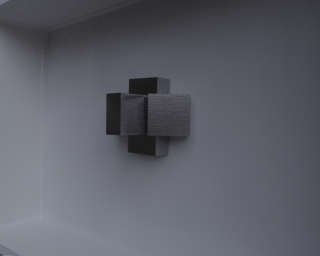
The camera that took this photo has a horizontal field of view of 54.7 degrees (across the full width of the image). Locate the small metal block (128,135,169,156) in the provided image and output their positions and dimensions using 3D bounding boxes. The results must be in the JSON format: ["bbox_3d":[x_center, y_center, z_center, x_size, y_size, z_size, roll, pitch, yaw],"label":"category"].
[{"bbox_3d":[-0.016,0.010,0.417,0.050,0.025,0.050,3,92,40],"label":"small metal block"}]

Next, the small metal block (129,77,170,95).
[{"bbox_3d":[-0.015,-0.041,0.416,0.050,0.025,0.050,3,92,39],"label":"small metal block"}]

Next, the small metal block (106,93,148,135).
[{"bbox_3d":[-0.040,-0.017,0.388,0.025,0.050,0.050,1,91,39],"label":"small metal block"}]

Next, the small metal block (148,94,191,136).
[{"bbox_3d":[0.011,-0.016,0.380,0.050,0.025,0.050,1,92,0],"label":"small metal block"}]

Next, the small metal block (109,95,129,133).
[{"bbox_3d":[-0.057,-0.019,0.434,0.050,0.025,0.050,-172,83,-83],"label":"small metal block"}]
